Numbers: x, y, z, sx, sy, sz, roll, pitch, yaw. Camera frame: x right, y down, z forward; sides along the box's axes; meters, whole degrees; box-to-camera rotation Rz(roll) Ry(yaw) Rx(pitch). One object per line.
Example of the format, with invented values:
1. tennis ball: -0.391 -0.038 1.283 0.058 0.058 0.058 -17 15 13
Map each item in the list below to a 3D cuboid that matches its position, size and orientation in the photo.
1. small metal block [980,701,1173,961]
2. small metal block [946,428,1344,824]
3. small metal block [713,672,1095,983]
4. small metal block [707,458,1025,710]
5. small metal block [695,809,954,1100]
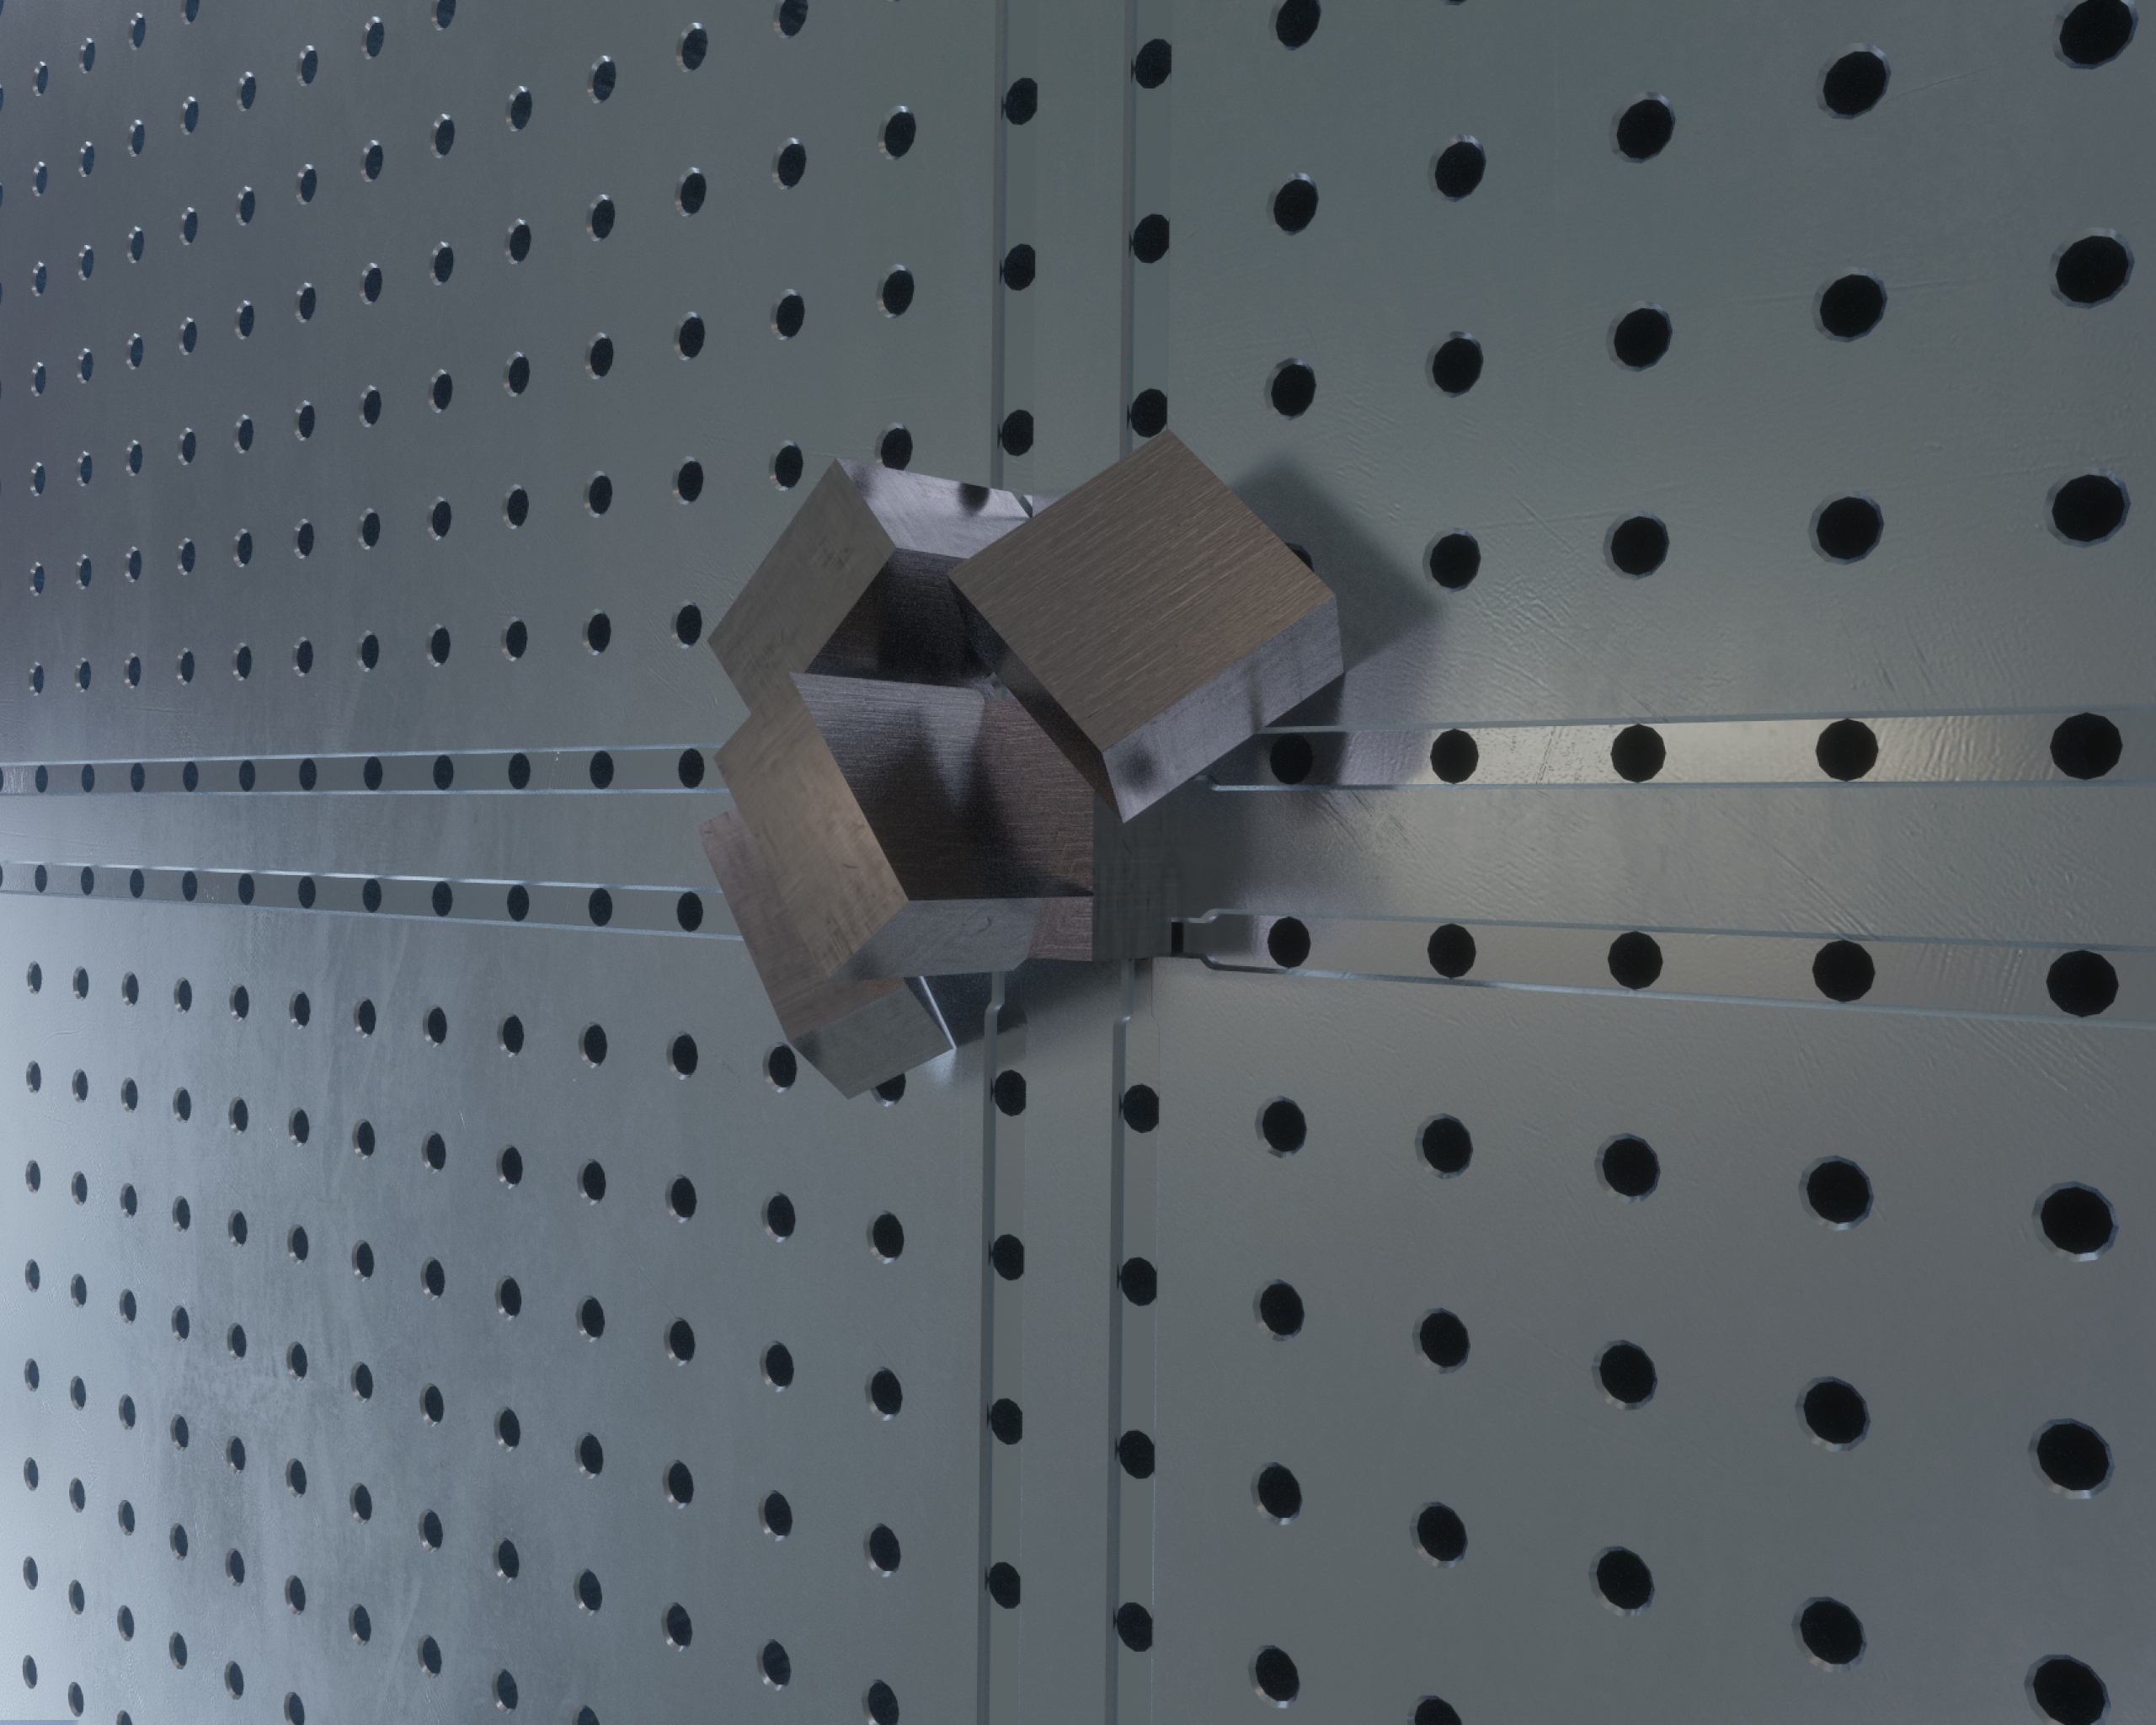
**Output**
1. small metal block: -0.009 -0.007 0.417 0.050 0.025 0.050 1 90 39
2. small metal block: 0.013 -0.044 0.382 0.050 0.025 0.050 -35 61 -9
3. small metal block: -0.032 -0.006 0.388 0.025 0.050 0.050 -43 65 31
4. small metal block: -0.038 -0.052 0.426 0.050 0.050 0.025 -48 61 29
5. small metal block: -0.052 0.016 0.433 0.025 0.050 0.050 -26 69 -2
